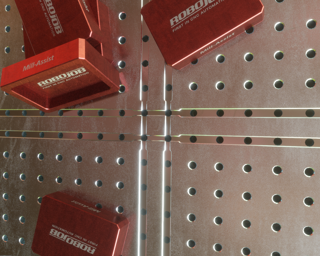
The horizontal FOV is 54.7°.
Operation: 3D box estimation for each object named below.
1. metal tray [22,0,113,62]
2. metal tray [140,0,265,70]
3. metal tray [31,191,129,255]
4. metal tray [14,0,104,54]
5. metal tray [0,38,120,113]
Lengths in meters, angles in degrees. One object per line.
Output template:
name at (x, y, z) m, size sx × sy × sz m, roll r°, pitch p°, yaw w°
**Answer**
metal tray at (-0.138, -0.130, 0.457) m, size 0.130 × 0.030 × 0.089 m, roll -6°, pitch 88°, yaw 19°
metal tray at (0.051, -0.145, 0.391) m, size 0.130 × 0.030 × 0.090 m, roll -28°, pitch 81°, yaw 17°
metal tray at (-0.118, 0.156, 0.450) m, size 0.130 × 0.030 × 0.089 m, roll 16°, pitch 95°, yaw 19°
metal tray at (-0.143, -0.158, 0.426) m, size 0.090 × 0.030 × 0.129 m, roll -26°, pitch 82°, yaw 17°
metal tray at (-0.132, -0.065, 0.420) m, size 0.130 × 0.090 × 0.030 m, roll -15°, pitch 65°, yaw 19°
